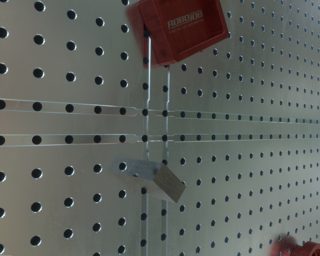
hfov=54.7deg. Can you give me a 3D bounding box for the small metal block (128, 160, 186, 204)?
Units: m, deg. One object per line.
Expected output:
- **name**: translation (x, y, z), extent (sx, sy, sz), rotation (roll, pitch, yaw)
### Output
- **small metal block**: translation (-0.004, 0.067, 0.392), extent (0.050, 0.050, 0.025), rotation (49, 61, -29)

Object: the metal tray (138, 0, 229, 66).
- **metal tray**: translation (0.039, -0.152, 0.440), extent (0.131, 0.030, 0.090), rotation (-33, 111, -35)

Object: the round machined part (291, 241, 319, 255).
- **round machined part**: translation (0.316, 0.294, 0.669), extent (0.099, 0.042, 0.097), rotation (0, 90, -40)
